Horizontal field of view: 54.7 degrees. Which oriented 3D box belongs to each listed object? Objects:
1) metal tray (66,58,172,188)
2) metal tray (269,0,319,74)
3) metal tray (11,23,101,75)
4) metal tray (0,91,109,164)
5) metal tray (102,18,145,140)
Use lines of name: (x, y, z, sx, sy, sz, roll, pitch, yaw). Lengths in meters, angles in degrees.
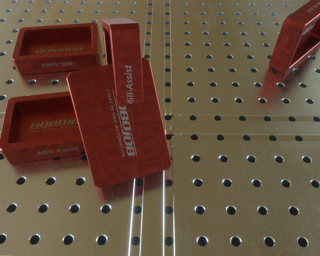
metal tray: (-0.045, -0.007, 0.353, 0.091, 0.129, 0.030, -14, 10, -12)
metal tray: (0.234, -0.154, 0.497, 0.131, 0.089, 0.030, -37, 59, -27)
metal tray: (-0.167, -0.133, 0.514, 0.131, 0.030, 0.090, -6, 50, -6)
metal tray: (-0.133, -0.006, 0.407, 0.131, 0.030, 0.090, -7, 50, -7)
metal tray: (-0.044, -0.061, 0.371, 0.030, 0.129, 0.090, -8, 24, -13)
